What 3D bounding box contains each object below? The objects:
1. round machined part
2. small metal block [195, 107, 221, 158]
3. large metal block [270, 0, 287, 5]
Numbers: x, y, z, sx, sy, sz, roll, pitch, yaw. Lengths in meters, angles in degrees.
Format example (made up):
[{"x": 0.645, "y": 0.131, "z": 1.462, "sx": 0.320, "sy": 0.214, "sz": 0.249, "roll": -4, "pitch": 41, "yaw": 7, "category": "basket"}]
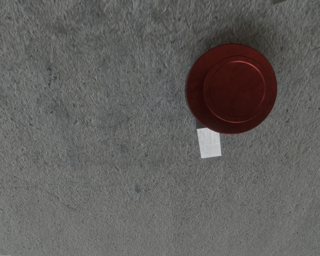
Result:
[{"x": 0.077, "y": -0.041, "z": 0.331, "sx": 0.099, "sy": 0.042, "sz": 0.097, "roll": 0, "pitch": 96, "yaw": -1, "category": "round machined part"}, {"x": 0.060, "y": 0.002, "z": 0.393, "sx": 0.025, "sy": 0.050, "sz": 0.050, "roll": -8, "pitch": 130, "yaw": 7, "category": "small metal block"}, {"x": 0.122, "y": -0.162, "z": 0.254, "sx": 0.080, "sy": 0.050, "sz": 0.080, "roll": -16, "pitch": 129, "yaw": 13, "category": "large metal block"}]
